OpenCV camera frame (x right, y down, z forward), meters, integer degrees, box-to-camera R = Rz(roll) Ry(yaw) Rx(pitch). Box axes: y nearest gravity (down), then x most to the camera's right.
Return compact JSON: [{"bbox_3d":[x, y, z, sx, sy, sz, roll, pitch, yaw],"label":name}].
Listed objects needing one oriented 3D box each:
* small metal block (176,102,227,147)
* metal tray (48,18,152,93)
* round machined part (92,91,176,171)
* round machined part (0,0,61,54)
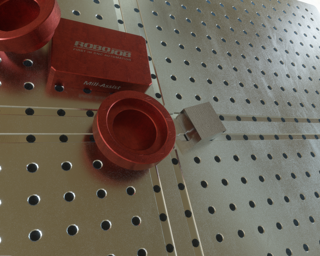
[{"bbox_3d":[0.059,-0.006,0.446,0.050,0.025,0.050,-17,71,-35],"label":"small metal block"},{"bbox_3d":[-0.081,-0.095,0.420,0.131,0.030,0.090,5,59,-26],"label":"metal tray"},{"bbox_3d":[-0.034,0.006,0.377,0.099,0.042,0.098,14,56,-21],"label":"round machined part"},{"bbox_3d":[-0.167,-0.128,0.369,0.099,0.042,0.098,-2,63,3],"label":"round machined part"}]
